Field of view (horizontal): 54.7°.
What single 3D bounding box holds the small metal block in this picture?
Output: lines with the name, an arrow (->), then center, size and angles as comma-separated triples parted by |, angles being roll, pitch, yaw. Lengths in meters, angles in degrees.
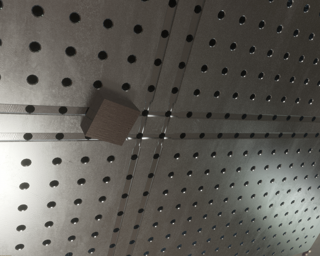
small metal block -> -0.060, -0.011, 0.373 | 0.050, 0.025, 0.050 | 19, 108, -36
